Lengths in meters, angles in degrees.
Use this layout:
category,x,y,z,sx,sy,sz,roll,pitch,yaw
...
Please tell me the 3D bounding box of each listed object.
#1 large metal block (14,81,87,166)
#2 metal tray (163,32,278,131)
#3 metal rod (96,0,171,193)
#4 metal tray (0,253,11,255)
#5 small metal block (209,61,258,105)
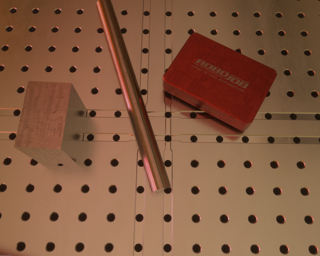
category,x,y,z,sx,sy,sz,roll,pitch,yaw
large metal block,-0.129,-0.003,0.382,0.050,0.080,0.080,3,70,1
metal tray,0.081,-0.066,0.426,0.130,0.030,0.090,29,72,10
metal rod,-0.042,-0.058,0.432,0.025,0.025,0.299,-16,71,-6
metal tray,-0.173,0.191,0.337,0.131,0.030,0.090,15,70,5
small metal block,0.102,-0.058,0.434,0.050,0.025,0.050,35,73,11
